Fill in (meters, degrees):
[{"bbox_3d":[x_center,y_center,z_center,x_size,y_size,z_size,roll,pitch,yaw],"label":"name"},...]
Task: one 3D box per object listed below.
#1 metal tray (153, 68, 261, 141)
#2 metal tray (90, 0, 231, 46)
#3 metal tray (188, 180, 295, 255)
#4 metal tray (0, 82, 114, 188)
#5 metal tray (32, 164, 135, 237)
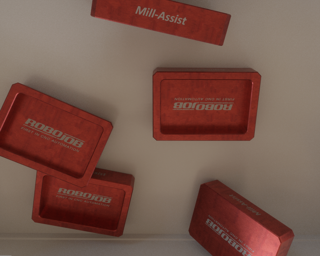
[{"bbox_3d":[0.056,-0.030,0.398,0.131,0.030,0.089,0,110,-1],"label":"metal tray"},{"bbox_3d":[0.001,-0.121,0.332,0.131,0.090,0.030,11,110,-5],"label":"metal tray"},{"bbox_3d":[0.100,0.140,0.413,0.030,0.130,0.089,-5,116,-39],"label":"metal tray"},{"bbox_3d":[-0.136,0.010,0.392,0.131,0.030,0.090,24,88,-7],"label":"metal tray"},{"bbox_3d":[-0.109,0.101,0.444,0.131,0.030,0.089,12,110,-5],"label":"metal tray"}]
